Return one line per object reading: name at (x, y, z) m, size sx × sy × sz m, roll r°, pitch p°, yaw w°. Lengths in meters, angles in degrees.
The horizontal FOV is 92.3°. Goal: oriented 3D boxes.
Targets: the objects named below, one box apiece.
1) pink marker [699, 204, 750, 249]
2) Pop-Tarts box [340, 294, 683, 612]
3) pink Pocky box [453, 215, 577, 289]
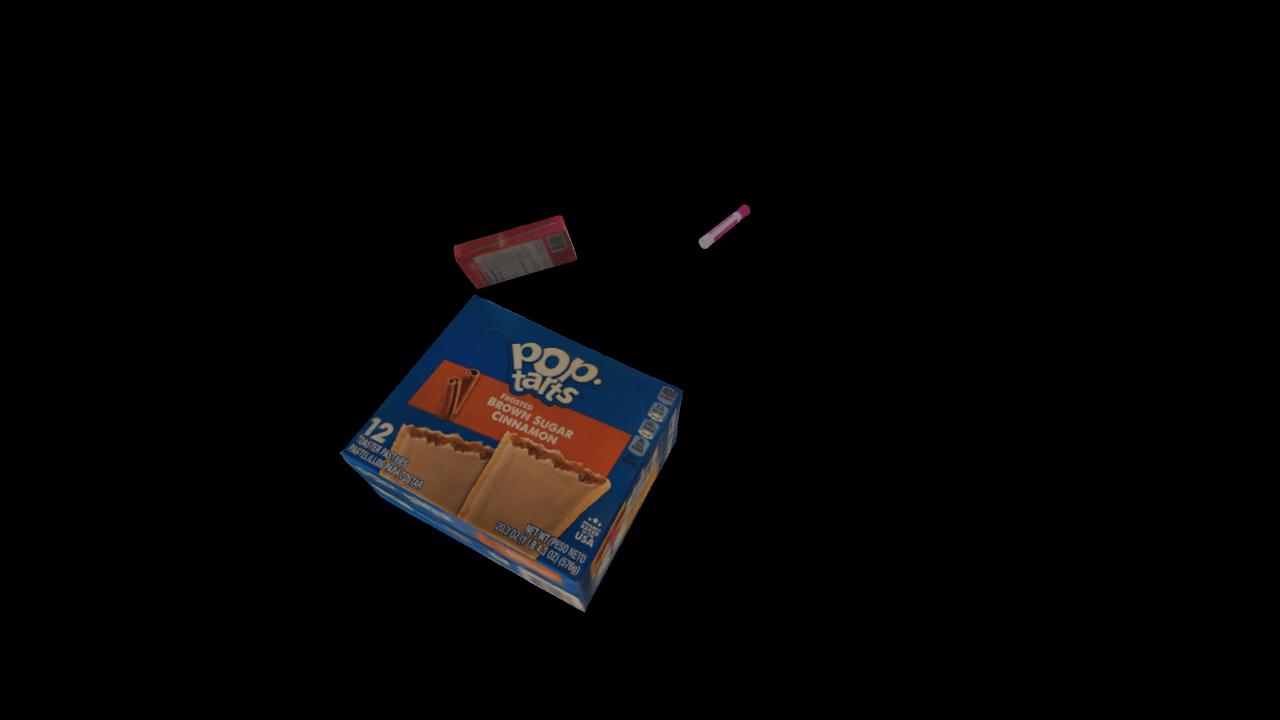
pink marker at (0.135, -0.211, 0.962) m, size 0.121 × 0.020 × 0.020 m, roll -41°, pitch 24°, yaw -30°
Pop-Tarts box at (-0.076, 0.058, 0.415) m, size 0.167 × 0.141 × 0.083 m, roll 25°, pitch -30°, yaw 12°
pink Pocky box at (-0.172, -0.149, 0.860) m, size 0.155 × 0.029 × 0.084 m, roll -17°, pitch -22°, yaw 0°
